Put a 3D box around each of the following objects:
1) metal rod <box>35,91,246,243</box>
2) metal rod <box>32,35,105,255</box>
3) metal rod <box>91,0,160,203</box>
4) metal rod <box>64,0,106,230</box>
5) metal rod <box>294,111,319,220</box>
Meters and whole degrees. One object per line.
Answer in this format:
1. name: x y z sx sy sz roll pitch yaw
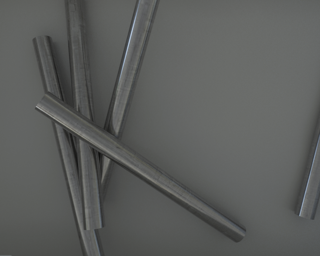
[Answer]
1. metal rod: -0.012 0.055 0.377 0.301 0.025 0.025 36 90 -14
2. metal rod: -0.117 0.027 0.394 0.025 0.025 0.298 -15 84 0
3. metal rod: -0.046 -0.037 0.374 0.025 0.025 0.298 17 105 -1
4. metal rod: -0.095 -0.029 0.386 0.025 0.025 0.298 -7 81 -1
5. metal rod: 0.229 -0.027 0.414 0.025 0.025 0.298 14 90 -1
